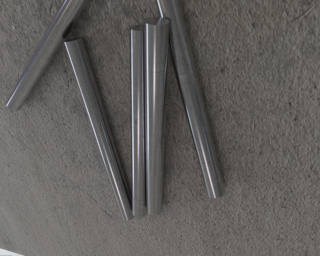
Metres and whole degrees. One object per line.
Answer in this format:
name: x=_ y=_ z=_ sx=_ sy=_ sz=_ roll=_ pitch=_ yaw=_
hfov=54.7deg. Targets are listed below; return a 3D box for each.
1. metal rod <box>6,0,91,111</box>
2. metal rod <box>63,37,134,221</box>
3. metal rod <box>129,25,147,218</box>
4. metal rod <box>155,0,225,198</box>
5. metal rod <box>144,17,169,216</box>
metal rod: x=-0.148 y=-0.111 z=0.416 sx=0.025 sy=0.025 sz=0.299 roll=48 pitch=129 yaw=-5
metal rod: x=-0.082 y=0.018 z=0.460 sx=0.025 sy=0.025 sz=0.298 roll=2 pitch=120 yaw=27
metal rod: x=-0.028 y=0.013 z=0.429 sx=0.025 sy=0.025 sz=0.298 roll=16 pitch=125 yaw=19
metal rod: x=0.035 y=-0.044 z=0.360 sx=0.025 sy=0.025 sz=0.298 roll=-3 pitch=117 yaw=29
metal rod: x=-0.006 y=0.011 z=0.400 sx=0.025 sy=0.025 sz=0.298 roll=16 pitch=130 yaw=19
